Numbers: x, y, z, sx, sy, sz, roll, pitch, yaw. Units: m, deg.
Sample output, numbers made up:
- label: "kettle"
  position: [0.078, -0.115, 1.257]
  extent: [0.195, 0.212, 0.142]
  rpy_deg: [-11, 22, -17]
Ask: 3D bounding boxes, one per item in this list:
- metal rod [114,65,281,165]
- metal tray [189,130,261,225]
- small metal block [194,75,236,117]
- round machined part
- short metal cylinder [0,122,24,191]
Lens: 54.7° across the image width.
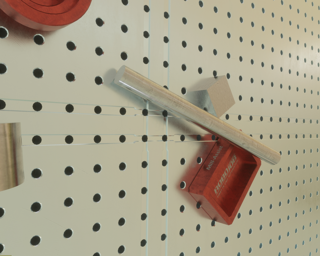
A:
- label: "metal rod"
  position: [0.071, -0.007, 0.443]
  extent: [0.302, 0.025, 0.025]
  rpy_deg: [26, 74, -29]
- label: "metal tray"
  position: [0.110, 0.077, 0.500]
  extent: [0.090, 0.030, 0.130]
  rpy_deg: [51, 60, -28]
- label: "small metal block"
  position: [0.087, -0.048, 0.485]
  extent: [0.050, 0.025, 0.050]
  rpy_deg: [-39, 114, -33]
- label: "round machined part"
  position: [-0.118, -0.143, 0.299]
  extent: [0.099, 0.042, 0.097]
  rpy_deg: [0, 90, -40]
- label: "short metal cylinder"
  position: [-0.153, 0.022, 0.246]
  extent: [0.081, 0.080, 0.050]
  rpy_deg: [-5, 94, -40]
